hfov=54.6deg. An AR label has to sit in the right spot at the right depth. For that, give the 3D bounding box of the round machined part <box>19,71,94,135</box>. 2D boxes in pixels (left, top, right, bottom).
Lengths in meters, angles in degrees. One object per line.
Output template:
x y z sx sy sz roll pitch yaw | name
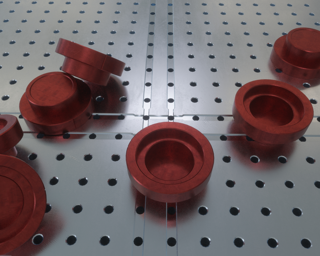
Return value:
-0.145 -0.041 0.431 0.099 0.042 0.098 0 50 0 | round machined part

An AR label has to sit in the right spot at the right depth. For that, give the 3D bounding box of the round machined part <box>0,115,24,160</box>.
-0.209 0.024 0.359 0.098 0.042 0.098 -9 25 5 | round machined part

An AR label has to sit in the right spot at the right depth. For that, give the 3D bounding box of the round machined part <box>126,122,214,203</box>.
0.011 0.043 0.361 0.099 0.042 0.098 0 50 0 | round machined part

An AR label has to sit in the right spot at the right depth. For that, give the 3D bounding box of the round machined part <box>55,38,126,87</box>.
-0.103 -0.092 0.451 0.098 0.098 0.042 23 97 18 | round machined part

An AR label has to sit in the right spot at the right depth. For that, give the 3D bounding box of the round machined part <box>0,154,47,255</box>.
-0.168 0.074 0.312 0.099 0.042 0.098 2 86 -25 | round machined part

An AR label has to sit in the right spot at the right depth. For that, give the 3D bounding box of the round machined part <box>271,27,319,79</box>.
0.236 -0.127 0.505 0.099 0.042 0.098 0 50 0 | round machined part

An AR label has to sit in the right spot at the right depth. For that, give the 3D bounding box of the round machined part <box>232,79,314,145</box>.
0.145 -0.017 0.412 0.099 0.042 0.098 0 50 0 | round machined part
